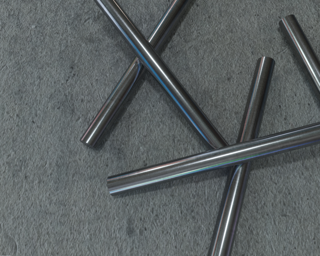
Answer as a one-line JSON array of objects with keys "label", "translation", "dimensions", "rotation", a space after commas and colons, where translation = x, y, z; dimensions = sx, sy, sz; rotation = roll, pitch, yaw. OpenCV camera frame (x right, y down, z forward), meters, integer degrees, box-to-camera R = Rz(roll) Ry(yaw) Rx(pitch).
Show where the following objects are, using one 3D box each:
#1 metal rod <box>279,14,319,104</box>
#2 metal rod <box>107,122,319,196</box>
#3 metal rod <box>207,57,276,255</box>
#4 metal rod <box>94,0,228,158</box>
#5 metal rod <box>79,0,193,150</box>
[{"label": "metal rod", "translation": [0.235, -0.028, 0.419], "dimensions": [0.025, 0.025, 0.299], "rotation": [-16, 71, -6]}, {"label": "metal rod", "translation": [0.085, 0.033, 0.371], "dimensions": [0.301, 0.025, 0.025], "rotation": [-15, 71, 4]}, {"label": "metal rod", "translation": [0.105, 0.039, 0.394], "dimensions": [0.025, 0.025, 0.299], "rotation": [17, 71, 6]}, {"label": "metal rod", "translation": [-0.007, -0.085, 0.415], "dimensions": [0.025, 0.025, 0.299], "rotation": [-35, 83, -12]}, {"label": "metal rod", "translation": [-0.021, -0.101, 0.444], "dimensions": [0.025, 0.025, 0.300], "rotation": [27, 72, 9]}]
